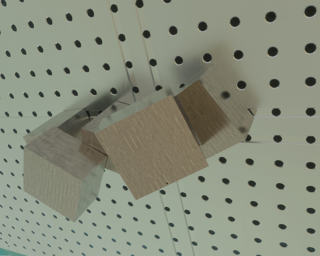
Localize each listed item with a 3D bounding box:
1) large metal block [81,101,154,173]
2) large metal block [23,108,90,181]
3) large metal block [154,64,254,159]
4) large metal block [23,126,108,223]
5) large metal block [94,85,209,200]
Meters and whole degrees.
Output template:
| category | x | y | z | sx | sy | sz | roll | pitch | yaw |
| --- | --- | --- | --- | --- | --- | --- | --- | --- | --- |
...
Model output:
| category | x | y | z | sx | sy | sz | roll | pitch | yaw |
| --- | --- | --- | --- | --- | --- | --- | --- | --- | --- |
| large metal block | -0.043 | 0.013 | 0.404 | 0.080 | 0.080 | 0.050 | 17 | 125 | 18 |
| large metal block | -0.139 | 0.026 | 0.462 | 0.050 | 0.080 | 0.080 | -6 | 115 | 31 |
| large metal block | 0.048 | -0.013 | 0.361 | 0.080 | 0.050 | 0.080 | -34 | 100 | 38 |
| large metal block | -0.120 | 0.058 | 0.387 | 0.080 | 0.050 | 0.079 | 28 | 128 | 11 |
| large metal block | -0.007 | 0.014 | 0.317 | 0.080 | 0.050 | 0.080 | -27 | 106 | 7 |
